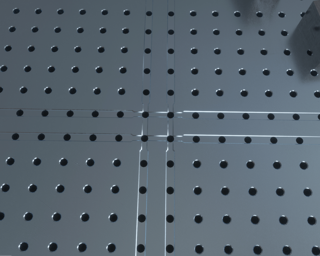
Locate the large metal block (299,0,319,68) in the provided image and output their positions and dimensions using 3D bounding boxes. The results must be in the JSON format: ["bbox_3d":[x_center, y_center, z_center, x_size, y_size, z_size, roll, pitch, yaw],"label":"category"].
[{"bbox_3d":[0.264,-0.141,0.452,0.080,0.050,0.080,-9,70,-3],"label":"large metal block"}]
